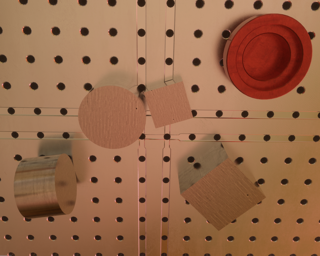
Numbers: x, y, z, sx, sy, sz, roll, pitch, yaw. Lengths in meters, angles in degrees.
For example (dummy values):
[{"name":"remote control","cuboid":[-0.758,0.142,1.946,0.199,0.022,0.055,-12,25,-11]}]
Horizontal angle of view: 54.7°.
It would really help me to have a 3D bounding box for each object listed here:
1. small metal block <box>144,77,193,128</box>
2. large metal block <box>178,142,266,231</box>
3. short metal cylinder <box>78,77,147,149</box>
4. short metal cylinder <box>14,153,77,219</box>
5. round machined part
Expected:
[{"name":"small metal block","cuboid":[0.011,-0.033,0.402,0.050,0.025,0.050,-16,110,5]},{"name":"large metal block","cuboid":[0.084,0.081,0.431,0.080,0.050,0.080,-41,106,13]},{"name":"short metal cylinder","cuboid":[-0.057,-0.020,0.392,0.081,0.050,0.079,0,110,-1]},{"name":"short metal cylinder","cuboid":[-0.148,0.076,0.410,0.050,0.080,0.079,-7,110,2]},{"name":"round machined part","cuboid":[0.125,-0.087,0.374,0.099,0.042,0.097,0,110,-1]}]
